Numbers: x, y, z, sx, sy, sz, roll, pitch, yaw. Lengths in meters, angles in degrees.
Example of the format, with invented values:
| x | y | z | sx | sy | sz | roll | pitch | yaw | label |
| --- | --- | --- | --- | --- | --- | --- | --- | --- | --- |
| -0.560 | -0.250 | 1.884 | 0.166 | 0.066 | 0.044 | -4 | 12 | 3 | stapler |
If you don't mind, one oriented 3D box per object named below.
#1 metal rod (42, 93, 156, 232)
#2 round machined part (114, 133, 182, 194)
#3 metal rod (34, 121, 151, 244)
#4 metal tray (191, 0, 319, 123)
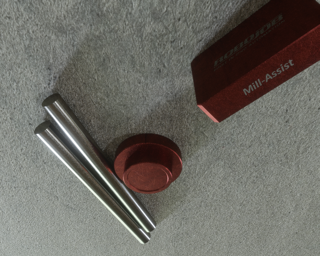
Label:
| x | y | z | sx | sy | sz | roll | pitch | yaw | label |
| --- | --- | --- | --- | --- | --- | --- | --- | --- | --- |
| -0.075 | 0.071 | 0.466 | 0.025 | 0.025 | 0.299 | -18 | 128 | 14 | metal rod |
| -0.017 | 0.057 | 0.445 | 0.099 | 0.042 | 0.097 | 0 | 130 | 0 | round machined part |
| -0.091 | 0.102 | 0.493 | 0.025 | 0.025 | 0.299 | -19 | 128 | 15 | metal rod |
| 0.093 | -0.073 | 0.303 | 0.130 | 0.090 | 0.030 | -34 | 122 | 25 | metal tray |
